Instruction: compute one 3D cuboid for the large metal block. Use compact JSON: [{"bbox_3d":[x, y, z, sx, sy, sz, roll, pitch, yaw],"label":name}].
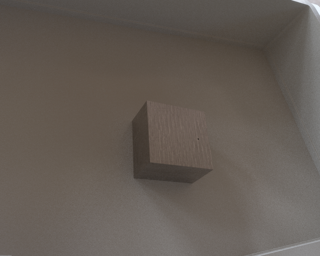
[{"bbox_3d":[0.013,0.019,0.384,0.081,0.050,0.080,9,58,-23],"label":"large metal block"}]
